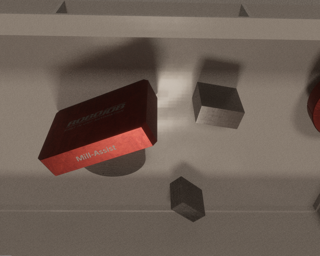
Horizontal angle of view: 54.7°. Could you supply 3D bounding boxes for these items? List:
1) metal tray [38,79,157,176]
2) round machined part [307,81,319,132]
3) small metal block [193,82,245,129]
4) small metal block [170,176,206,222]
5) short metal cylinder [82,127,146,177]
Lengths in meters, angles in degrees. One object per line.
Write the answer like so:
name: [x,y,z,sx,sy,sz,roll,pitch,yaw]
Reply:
metal tray: [-0.069,-0.002,0.363,0.130,0.090,0.030,-18,128,14]
round machined part: [0.227,-0.036,0.369,0.099,0.042,0.097,2,130,2]
small metal block: [0.068,-0.028,0.370,0.050,0.050,0.025,8,130,-8]
small metal block: [0.043,0.112,0.489,0.050,0.050,0.025,36,121,-27]
short metal cylinder: [-0.060,0.021,0.401,0.081,0.050,0.080,-4,140,-3]
